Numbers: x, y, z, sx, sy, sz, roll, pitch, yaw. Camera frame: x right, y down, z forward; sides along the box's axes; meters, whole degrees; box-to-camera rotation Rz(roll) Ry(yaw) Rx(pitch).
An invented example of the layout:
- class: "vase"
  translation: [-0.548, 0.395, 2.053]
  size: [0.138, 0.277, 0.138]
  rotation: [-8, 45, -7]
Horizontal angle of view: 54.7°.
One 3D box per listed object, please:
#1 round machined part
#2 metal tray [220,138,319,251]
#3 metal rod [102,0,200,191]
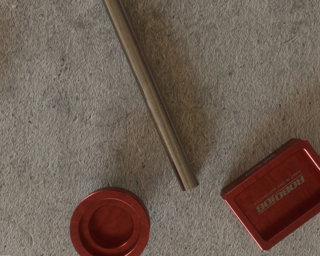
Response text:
- class: "round machined part"
  translation: [-0.062, 0.124, 0.401]
  size: [0.099, 0.042, 0.097]
  rotation: [0, 90, -1]
- class: "metal tray"
  translation: [0.159, 0.085, 0.409]
  size: [0.130, 0.030, 0.090]
  rotation: [-36, 90, -1]
- class: "metal rod"
  translation: [-0.017, -0.059, 0.409]
  size: [0.025, 0.025, 0.299]
  rotation: [-23, 90, 0]
